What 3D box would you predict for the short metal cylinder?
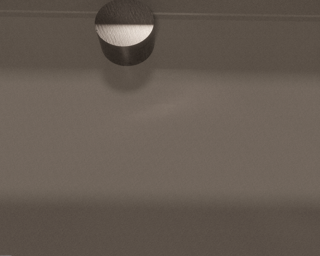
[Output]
[{"bbox_3d":[-0.049,-0.137,0.446,0.081,0.050,0.080,0,70,0],"label":"short metal cylinder"}]
